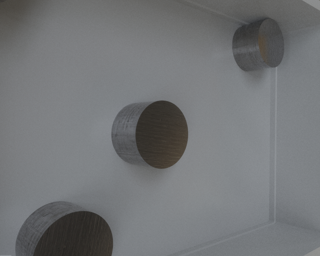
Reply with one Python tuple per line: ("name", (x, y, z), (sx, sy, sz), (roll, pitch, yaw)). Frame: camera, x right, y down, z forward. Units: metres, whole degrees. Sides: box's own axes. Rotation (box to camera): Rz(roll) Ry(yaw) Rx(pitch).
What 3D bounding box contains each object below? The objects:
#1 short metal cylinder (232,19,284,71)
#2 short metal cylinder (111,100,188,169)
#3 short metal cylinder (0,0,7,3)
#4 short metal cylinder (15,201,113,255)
("short metal cylinder", (0.169, -0.140, 0.531), (0.081, 0.050, 0.080), (0, 90, -40))
("short metal cylinder", (-0.012, 0.008, 0.380), (0.081, 0.050, 0.080), (0, 90, -40))
("short metal cylinder", (-0.155, -0.142, 0.241), (0.081, 0.080, 0.050), (17, 80, -39))
("short metal cylinder", (-0.095, 0.118, 0.311), (0.081, 0.050, 0.080), (0, 90, -40))
